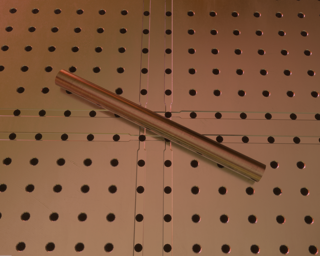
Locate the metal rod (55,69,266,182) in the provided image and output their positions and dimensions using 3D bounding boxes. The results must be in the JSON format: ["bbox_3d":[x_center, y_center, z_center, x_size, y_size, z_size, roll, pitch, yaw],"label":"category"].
[{"bbox_3d":[-0.006,-0.007,0.414,0.301,0.025,0.025,26,72,8],"label":"metal rod"}]
